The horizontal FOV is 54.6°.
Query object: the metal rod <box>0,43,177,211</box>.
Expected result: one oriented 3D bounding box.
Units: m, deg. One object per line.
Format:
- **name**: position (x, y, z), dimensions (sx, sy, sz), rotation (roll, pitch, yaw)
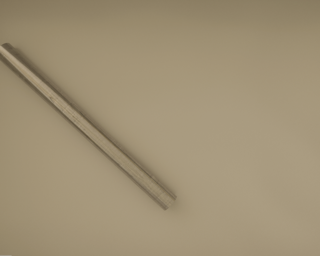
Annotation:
- **metal rod**: position (-0.097, -0.001, 0.410), dimensions (0.300, 0.025, 0.025), rotation (43, 90, 0)
